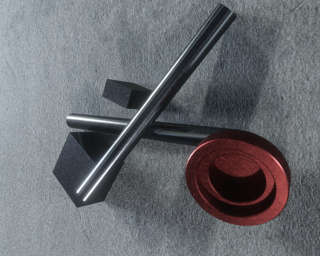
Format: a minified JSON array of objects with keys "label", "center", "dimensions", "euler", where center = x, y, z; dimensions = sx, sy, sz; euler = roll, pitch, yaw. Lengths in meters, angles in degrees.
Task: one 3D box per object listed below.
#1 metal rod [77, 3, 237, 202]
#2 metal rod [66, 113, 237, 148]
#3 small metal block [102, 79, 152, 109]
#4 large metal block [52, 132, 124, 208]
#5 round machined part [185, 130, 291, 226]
[{"label":"metal rod","center":[-0.014,-0.019,0.385],"dimensions":[0.299,0.025,0.025],"euler":[-51,60,17]},{"label":"metal rod","center":[-0.032,0.001,0.428],"dimensions":[0.300,0.025,0.025],"euler":[7,94,39]},{"label":"small metal block","center":[-0.040,-0.045,0.420],"dimensions":[0.050,0.050,0.025],"euler":[27,107,36]},{"label":"large metal block","center":[-0.113,0.061,0.479],"dimensions":[0.080,0.050,0.080],"euler":[43,116,31]},{"label":"round machined part","center":[0.079,0.046,0.312],"dimensions":[0.098,0.042,0.097],"euler":[11,118,22]}]
